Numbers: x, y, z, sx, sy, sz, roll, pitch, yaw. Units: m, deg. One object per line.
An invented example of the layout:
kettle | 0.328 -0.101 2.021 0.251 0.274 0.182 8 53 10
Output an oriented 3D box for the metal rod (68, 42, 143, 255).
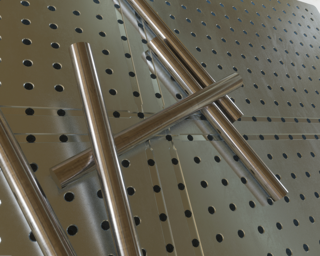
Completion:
metal rod | -0.050 0.050 0.318 0.025 0.025 0.299 -8 76 -32

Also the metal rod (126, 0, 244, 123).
metal rod | 0.028 -0.129 0.503 0.025 0.025 0.300 -33 80 -38

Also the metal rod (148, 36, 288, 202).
metal rod | 0.082 -0.019 0.465 0.025 0.025 0.300 -32 79 -38

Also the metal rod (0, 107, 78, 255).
metal rod | -0.125 0.067 0.300 0.025 0.025 0.299 -24 75 -37

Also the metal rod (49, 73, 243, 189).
metal rod | 0.005 -0.010 0.398 0.302 0.025 0.025 -29 78 -31
